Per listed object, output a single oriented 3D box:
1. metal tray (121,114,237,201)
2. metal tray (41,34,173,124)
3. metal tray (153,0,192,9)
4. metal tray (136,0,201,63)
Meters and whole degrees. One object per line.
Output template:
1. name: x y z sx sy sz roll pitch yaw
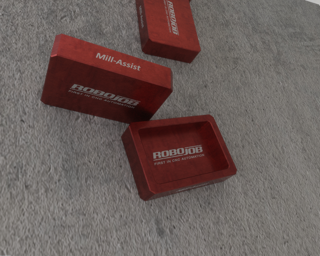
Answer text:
1. metal tray: 0.026 0.033 0.393 0.131 0.030 0.090 -7 65 -31
2. metal tray: -0.062 -0.048 0.357 0.131 0.090 0.030 14 56 -21
3. metal tray: 0.008 -0.288 0.580 0.091 0.030 0.130 7 59 -25
4. metal tray: 0.011 -0.173 0.512 0.091 0.030 0.130 6 59 -25
